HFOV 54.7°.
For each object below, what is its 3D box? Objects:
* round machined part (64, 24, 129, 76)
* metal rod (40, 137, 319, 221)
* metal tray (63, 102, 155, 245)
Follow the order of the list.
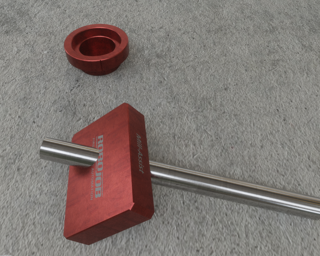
[{"bbox_3d":[-0.098,-0.121,0.493,0.099,0.042,0.098,0,50,0],"label":"round machined part"},{"bbox_3d":[0.022,0.054,0.335,0.302,0.025,0.025,12,51,1],"label":"metal rod"},{"bbox_3d":[-0.056,0.045,0.330,0.090,0.030,0.130,-29,46,23],"label":"metal tray"}]
